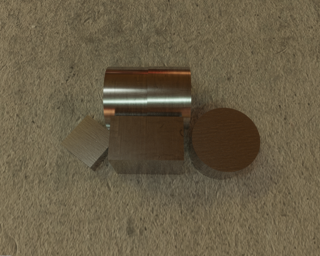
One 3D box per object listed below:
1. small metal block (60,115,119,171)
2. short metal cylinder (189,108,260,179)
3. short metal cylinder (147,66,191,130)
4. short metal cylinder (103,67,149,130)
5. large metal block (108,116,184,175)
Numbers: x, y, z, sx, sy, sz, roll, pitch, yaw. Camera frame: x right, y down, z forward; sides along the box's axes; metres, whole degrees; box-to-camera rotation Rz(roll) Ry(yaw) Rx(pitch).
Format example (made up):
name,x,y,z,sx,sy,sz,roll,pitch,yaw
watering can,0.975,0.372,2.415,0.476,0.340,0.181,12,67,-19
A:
name,x,y,z,sx,sy,sz,roll,pitch,yaw
small metal block,-0.090,0.020,0.402,0.050,0.025,0.050,36,74,12
short metal cylinder,0.078,0.021,0.389,0.081,0.050,0.080,0,70,0
short metal cylinder,0.011,-0.038,0.394,0.050,0.080,0.080,1,70,0
short metal cylinder,-0.040,-0.037,0.394,0.050,0.080,0.080,1,70,0
large metal block,-0.015,0.024,0.372,0.081,0.080,0.050,1,70,0
